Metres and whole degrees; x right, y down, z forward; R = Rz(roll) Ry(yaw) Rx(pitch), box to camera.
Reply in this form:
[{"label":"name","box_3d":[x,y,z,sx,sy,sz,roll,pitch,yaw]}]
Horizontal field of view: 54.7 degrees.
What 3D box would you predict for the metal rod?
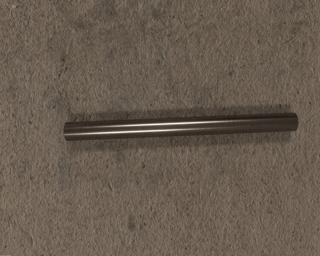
[{"label":"metal rod","box_3d":[0.028,-0.002,0.410,0.302,0.025,0.025,-2,90,-1]}]
